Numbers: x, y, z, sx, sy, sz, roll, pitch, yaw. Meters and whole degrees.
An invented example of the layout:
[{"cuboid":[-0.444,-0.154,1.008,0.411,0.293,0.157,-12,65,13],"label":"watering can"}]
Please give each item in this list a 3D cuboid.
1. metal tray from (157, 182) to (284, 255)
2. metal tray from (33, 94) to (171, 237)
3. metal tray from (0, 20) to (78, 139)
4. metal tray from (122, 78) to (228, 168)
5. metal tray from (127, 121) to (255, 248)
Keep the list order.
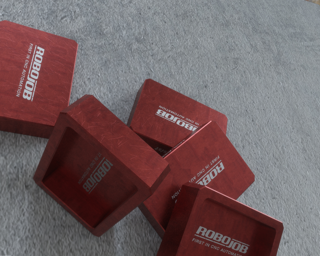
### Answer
[{"cuboid":[0.067,0.121,0.323,0.131,0.030,0.090,29,75,-27],"label":"metal tray"},{"cuboid":[-0.060,0.041,0.277,0.090,0.129,0.030,42,46,0],"label":"metal tray"},{"cuboid":[-0.149,-0.056,0.355,0.091,0.030,0.130,12,57,-22],"label":"metal tray"},{"cuboid":[0.025,-0.001,0.414,0.131,0.030,0.090,24,53,-14],"label":"metal tray"},{"cuboid":[0.038,0.063,0.356,0.131,0.030,0.090,-36,91,-26],"label":"metal tray"}]
